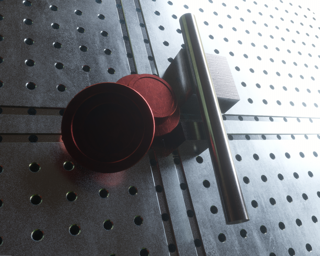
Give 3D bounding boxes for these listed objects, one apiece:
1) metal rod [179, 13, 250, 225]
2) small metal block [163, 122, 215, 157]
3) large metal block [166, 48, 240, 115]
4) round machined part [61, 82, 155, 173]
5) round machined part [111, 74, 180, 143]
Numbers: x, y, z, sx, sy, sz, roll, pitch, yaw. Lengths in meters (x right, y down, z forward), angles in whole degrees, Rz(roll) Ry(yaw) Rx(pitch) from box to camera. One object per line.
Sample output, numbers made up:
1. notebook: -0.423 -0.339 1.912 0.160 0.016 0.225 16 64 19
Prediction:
1. metal rod: 0.062 -0.032 0.396 0.025 0.025 0.299 5 59 -26
2. small metal block: 0.040 0.015 0.404 0.050 0.050 0.025 0 62 -28
3. large metal block: 0.063 -0.066 0.467 0.081 0.050 0.080 4 60 -26
4. round machined part: -0.056 0.001 0.348 0.099 0.042 0.097 0 83 -3
5. round machined part: -0.017 -0.032 0.408 0.099 0.042 0.098 14 56 -21
